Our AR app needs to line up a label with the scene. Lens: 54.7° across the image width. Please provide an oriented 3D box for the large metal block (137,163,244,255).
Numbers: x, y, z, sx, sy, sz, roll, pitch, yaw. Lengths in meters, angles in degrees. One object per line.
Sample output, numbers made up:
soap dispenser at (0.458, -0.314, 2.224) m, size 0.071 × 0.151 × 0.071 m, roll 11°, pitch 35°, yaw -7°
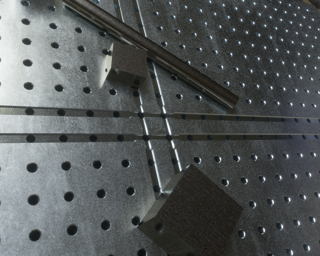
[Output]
large metal block at (0.036, 0.102, 0.351) m, size 0.080 × 0.050 × 0.080 m, roll 41°, pitch 51°, yaw -1°

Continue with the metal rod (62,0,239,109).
metal rod at (-0.008, -0.117, 0.476) m, size 0.301 × 0.025 × 0.025 m, roll 31°, pitch 52°, yaw -9°

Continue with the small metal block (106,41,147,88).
small metal block at (-0.047, -0.090, 0.439) m, size 0.050 × 0.025 × 0.050 m, roll 13°, pitch 56°, yaw -22°
